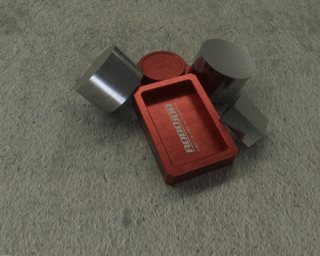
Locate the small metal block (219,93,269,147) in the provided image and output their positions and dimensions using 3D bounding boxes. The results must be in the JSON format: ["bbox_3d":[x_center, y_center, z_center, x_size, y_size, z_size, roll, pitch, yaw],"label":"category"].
[{"bbox_3d":[0.108,-0.011,0.392,0.050,0.025,0.050,45,34,1],"label":"small metal block"}]

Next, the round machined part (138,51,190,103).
[{"bbox_3d":[0.003,-0.078,0.460,0.099,0.042,0.098,0,50,0],"label":"round machined part"}]

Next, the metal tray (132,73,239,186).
[{"bbox_3d":[0.027,-0.003,0.390,0.091,0.030,0.130,-17,62,-14],"label":"metal tray"}]

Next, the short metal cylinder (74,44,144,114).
[{"bbox_3d":[-0.068,-0.065,0.414,0.050,0.080,0.080,41,48,-24],"label":"short metal cylinder"}]

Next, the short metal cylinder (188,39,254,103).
[{"bbox_3d":[0.086,-0.082,0.445,0.081,0.050,0.080,11,50,-14],"label":"short metal cylinder"}]
